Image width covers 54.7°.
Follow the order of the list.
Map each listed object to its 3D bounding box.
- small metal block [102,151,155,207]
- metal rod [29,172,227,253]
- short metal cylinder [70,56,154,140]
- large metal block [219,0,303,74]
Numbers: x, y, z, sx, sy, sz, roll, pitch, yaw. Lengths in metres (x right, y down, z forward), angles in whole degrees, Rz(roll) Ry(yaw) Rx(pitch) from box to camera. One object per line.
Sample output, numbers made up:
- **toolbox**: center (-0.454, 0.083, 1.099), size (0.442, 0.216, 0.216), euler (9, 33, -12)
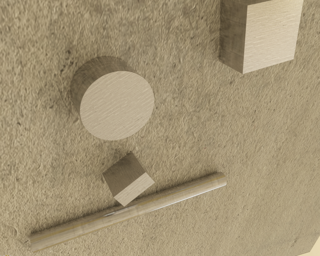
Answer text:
- **small metal block**: center (-0.042, 0.066, 0.410), size (0.050, 0.050, 0.025), euler (-38, 130, -3)
- **metal rod**: center (-0.033, 0.119, 0.464), size (0.302, 0.025, 0.025), euler (-14, 124, -21)
- **short metal cylinder**: center (-0.053, -0.033, 0.342), size (0.081, 0.050, 0.079), euler (-14, 125, -21)
- **large metal block**: center (0.123, -0.122, 0.384), size (0.081, 0.050, 0.079), euler (-18, 126, -18)
